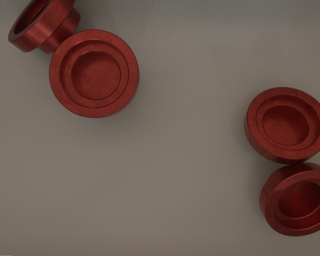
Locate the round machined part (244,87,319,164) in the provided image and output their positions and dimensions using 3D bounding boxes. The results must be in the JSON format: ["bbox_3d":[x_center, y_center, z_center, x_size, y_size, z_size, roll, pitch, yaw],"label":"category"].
[{"bbox_3d":[0.156,0.000,0.393,0.099,0.042,0.098,-1,65,2],"label":"round machined part"}]

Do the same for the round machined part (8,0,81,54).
[{"bbox_3d":[-0.137,-0.131,0.383,0.098,0.098,0.042,-50,130,0],"label":"round machined part"}]

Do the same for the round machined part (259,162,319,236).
[{"bbox_3d":[0.174,0.086,0.394,0.099,0.042,0.097,-2,113,-4],"label":"round machined part"}]

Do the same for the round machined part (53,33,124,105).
[{"bbox_3d":[-0.086,-0.072,0.402,0.099,0.042,0.097,0,90,-1],"label":"round machined part"}]

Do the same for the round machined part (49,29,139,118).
[{"bbox_3d":[-0.073,-0.060,0.360,0.099,0.042,0.097,0,90,-1],"label":"round machined part"}]
